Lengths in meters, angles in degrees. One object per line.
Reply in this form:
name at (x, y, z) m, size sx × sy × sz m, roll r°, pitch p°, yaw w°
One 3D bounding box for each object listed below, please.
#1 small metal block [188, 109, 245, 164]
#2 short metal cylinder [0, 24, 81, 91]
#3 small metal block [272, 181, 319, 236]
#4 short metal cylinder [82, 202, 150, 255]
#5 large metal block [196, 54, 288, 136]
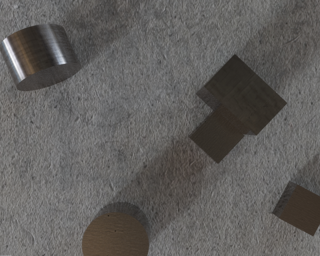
small metal block at (0.074, 0.011, 0.411) m, size 0.050 × 0.025 × 0.050 m, roll 43°, pitch 90°, yaw 0°
short metal cylinder at (-0.145, -0.085, 0.381) m, size 0.080 × 0.080 × 0.050 m, roll -24°, pitch 90°, yaw 0°
small metal block at (0.188, 0.106, 0.412) m, size 0.050 × 0.025 × 0.050 m, roll 28°, pitch 90°, yaw 0°
short metal cylinder at (-0.053, 0.141, 0.397) m, size 0.081 × 0.050 × 0.080 m, roll 0°, pitch 90°, yaw 0°
large metal block at (0.095, -0.037, 0.383) m, size 0.080 × 0.080 × 0.050 m, roll 43°, pitch 90°, yaw 0°
